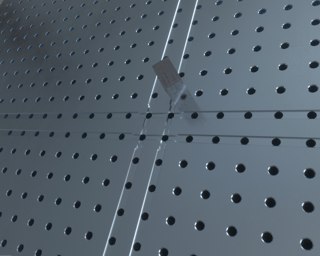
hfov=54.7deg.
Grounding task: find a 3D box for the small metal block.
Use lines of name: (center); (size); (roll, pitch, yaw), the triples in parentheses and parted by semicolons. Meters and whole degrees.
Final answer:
small metal block: (0.018, -0.060, 0.418); (0.025, 0.050, 0.050); (-31, 52, 8)
